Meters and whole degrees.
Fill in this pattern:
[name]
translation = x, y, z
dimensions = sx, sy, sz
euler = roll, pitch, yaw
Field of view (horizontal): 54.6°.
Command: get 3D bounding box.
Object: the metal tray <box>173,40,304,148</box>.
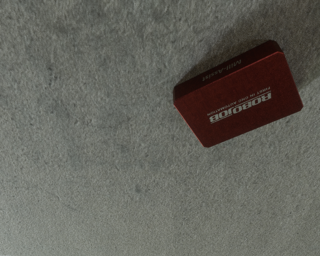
[metal tray]
translation = 0.093, -0.035, 0.374
dimensions = 0.130, 0.030, 0.090
euler = -24, 126, 19
